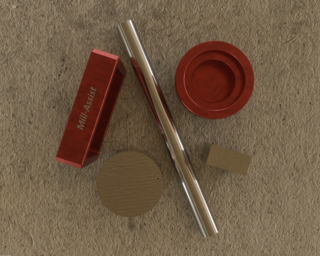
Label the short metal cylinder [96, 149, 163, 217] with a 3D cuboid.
[{"bbox_3d":[-0.037,0.068,0.398,0.081,0.050,0.079,0,90,-1],"label":"short metal cylinder"}]

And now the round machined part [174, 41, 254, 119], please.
[{"bbox_3d":[0.068,-0.060,0.403,0.099,0.042,0.097,0,90,-1],"label":"round machined part"}]

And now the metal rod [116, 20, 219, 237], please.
[{"bbox_3d":[0.010,0.001,0.412,0.025,0.025,0.299,-22,90,0],"label":"metal rod"}]

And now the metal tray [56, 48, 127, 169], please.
[{"bbox_3d":[-0.079,-0.021,0.378,0.030,0.090,0.129,19,90,0],"label":"metal tray"}]

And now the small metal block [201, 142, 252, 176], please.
[{"bbox_3d":[0.083,0.038,0.397,0.050,0.050,0.025,17,90,-1],"label":"small metal block"}]
